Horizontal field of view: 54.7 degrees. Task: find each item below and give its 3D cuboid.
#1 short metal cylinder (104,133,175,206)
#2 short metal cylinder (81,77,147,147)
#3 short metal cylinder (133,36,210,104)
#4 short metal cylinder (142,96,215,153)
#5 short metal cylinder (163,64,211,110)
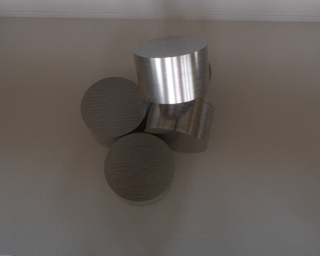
[{"bbox_3d":[-0.023,0.051,0.375,0.081,0.050,0.080,0,70,0],"label":"short metal cylinder"},{"bbox_3d":[-0.056,-0.019,0.400,0.081,0.050,0.080,0,70,0],"label":"short metal cylinder"},{"bbox_3d":[0.014,-0.067,0.345,0.080,0.050,0.080,-6,30,4],"label":"short metal cylinder"},{"bbox_3d":[0.023,-0.006,0.382,0.080,0.080,0.050,13,71,4],"label":"short metal cylinder"},{"bbox_3d":[0.025,-0.063,0.418,0.081,0.050,0.080,0,70,0],"label":"short metal cylinder"}]
